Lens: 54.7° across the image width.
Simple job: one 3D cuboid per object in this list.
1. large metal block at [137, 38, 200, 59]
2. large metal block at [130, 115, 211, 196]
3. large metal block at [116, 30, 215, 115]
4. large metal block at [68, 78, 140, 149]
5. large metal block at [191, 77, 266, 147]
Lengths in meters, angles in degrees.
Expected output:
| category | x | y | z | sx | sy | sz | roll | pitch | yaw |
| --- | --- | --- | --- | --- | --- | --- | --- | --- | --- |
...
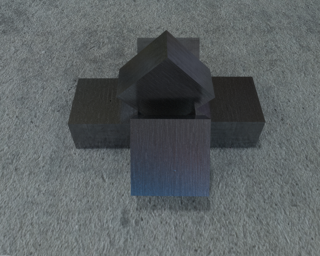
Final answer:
| category | x | y | z | sx | sy | sz | roll | pitch | yaw |
| --- | --- | --- | --- | --- | --- | --- | --- | --- | --- |
| large metal block | 0.011 | -0.095 | 0.441 | 0.081 | 0.080 | 0.050 | 0 | 94 | 0 |
| large metal block | 0.011 | 0.027 | 0.338 | 0.081 | 0.079 | 0.050 | 0 | 7 | 1 |
| large metal block | 0.006 | -0.054 | 0.372 | 0.080 | 0.080 | 0.050 | -32 | 41 | 32 |
| large metal block | -0.067 | -0.020 | 0.404 | 0.081 | 0.050 | 0.080 | 0 | 50 | -1 |
| large metal block | 0.082 | -0.022 | 0.404 | 0.081 | 0.050 | 0.080 | 0 | 50 | 0 |
